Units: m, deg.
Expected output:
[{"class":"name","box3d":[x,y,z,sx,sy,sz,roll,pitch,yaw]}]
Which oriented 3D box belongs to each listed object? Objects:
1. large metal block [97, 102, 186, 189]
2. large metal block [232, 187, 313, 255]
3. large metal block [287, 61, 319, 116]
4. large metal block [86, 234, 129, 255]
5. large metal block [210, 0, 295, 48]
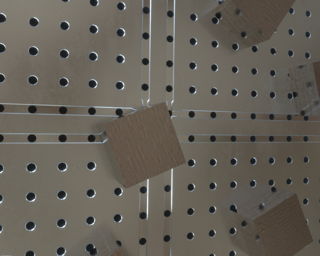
[{"class":"large metal block","box3d":[-0.025,0.019,0.390,0.081,0.050,0.080,-21,97,-19]},{"class":"large metal block","box3d":[0.167,0.146,0.461,0.080,0.050,0.080,-25,98,-18]},{"class":"large metal block","box3d":[0.261,-0.068,0.495,0.081,0.050,0.080,-16,96,-19]},{"class":"large metal block","box3d":[-0.063,0.193,0.376,0.080,0.050,0.080,-39,103,-16]},{"class":"large metal block","box3d":[0.135,-0.178,0.448,0.080,0.050,0.080,39,78,-16]}]
